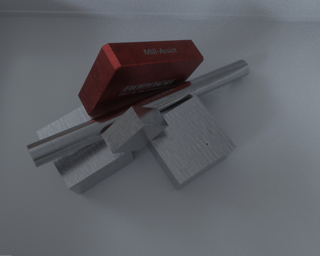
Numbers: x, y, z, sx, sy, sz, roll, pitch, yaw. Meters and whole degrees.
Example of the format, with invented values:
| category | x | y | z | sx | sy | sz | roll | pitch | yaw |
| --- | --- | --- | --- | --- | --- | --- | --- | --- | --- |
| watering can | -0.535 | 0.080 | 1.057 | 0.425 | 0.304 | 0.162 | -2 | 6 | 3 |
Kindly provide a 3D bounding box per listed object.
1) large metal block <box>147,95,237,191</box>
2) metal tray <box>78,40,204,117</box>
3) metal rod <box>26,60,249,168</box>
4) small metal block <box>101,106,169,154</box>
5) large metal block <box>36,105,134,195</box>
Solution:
| category | x | y | z | sx | sy | sz | roll | pitch | yaw |
| --- | --- | --- | --- | --- | --- | --- | --- | --- | --- |
| large metal block | 0.034 | 0.019 | 0.388 | 0.080 | 0.050 | 0.080 | -32 | 73 | -11 |
| metal tray | -0.021 | -0.060 | 0.367 | 0.131 | 0.090 | 0.030 | -16 | 69 | -40 |
| metal rod | -0.006 | -0.028 | 0.379 | 0.302 | 0.025 | 0.025 | -25 | 72 | -25 |
| small metal block | -0.027 | 0.002 | 0.342 | 0.050 | 0.050 | 0.025 | -40 | 71 | 25 |
| large metal block | -0.090 | 0.023 | 0.383 | 0.080 | 0.050 | 0.080 | -32 | 73 | -11 |
